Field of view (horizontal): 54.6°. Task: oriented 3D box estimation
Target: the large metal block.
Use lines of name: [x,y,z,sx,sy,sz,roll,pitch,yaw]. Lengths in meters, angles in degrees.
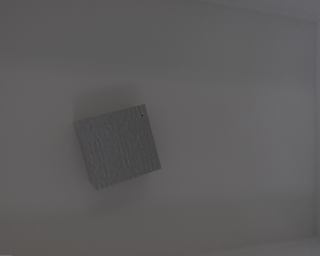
large metal block: [-0.053,0.021,0.378,0.081,0.050,0.080,-16,96,-19]
